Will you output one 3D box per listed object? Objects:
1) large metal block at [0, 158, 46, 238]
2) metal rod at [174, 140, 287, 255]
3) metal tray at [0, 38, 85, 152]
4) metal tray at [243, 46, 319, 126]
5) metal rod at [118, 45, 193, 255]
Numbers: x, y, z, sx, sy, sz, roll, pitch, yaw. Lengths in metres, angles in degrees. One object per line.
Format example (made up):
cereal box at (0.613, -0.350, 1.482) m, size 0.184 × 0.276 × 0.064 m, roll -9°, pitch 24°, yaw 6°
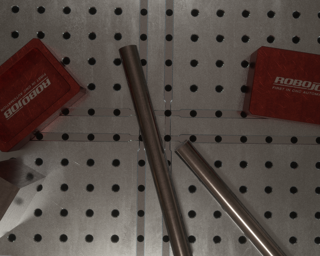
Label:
large metal block at (-0.198, 0.088, 0.383) m, size 0.050 × 0.080 × 0.080 m, roll 31°, pitch 90°, yaw -1°
metal rod at (0.126, 0.138, 0.415) m, size 0.025 × 0.025 × 0.300 m, roll -40°, pitch 91°, yaw 0°
metal tray at (-0.178, -0.042, 0.408) m, size 0.130 × 0.030 × 0.090 m, roll -40°, pitch 91°, yaw -1°
metal tray at (0.185, -0.053, 0.413) m, size 0.131 × 0.030 × 0.089 m, roll 9°, pitch 90°, yaw -1°
metal rod at (-0.004, 0.038, 0.413) m, size 0.025 × 0.025 × 0.298 m, roll -15°, pitch 90°, yaw 0°
